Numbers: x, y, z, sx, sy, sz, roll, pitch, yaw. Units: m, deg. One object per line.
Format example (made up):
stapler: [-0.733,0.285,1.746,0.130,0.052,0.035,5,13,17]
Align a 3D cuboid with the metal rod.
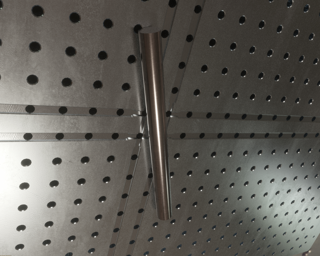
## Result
metal rod: [-0.002,0.016,0.421,0.025,0.025,0.298,-17,126,-19]
